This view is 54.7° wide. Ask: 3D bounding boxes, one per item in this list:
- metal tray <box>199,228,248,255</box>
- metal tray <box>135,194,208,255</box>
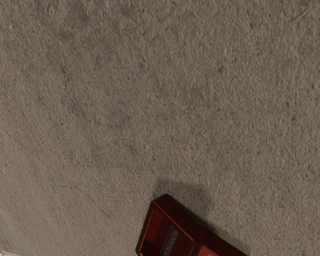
[{"bbox_3d":[0.072,0.226,0.504,0.090,0.030,0.129,32,128,6],"label":"metal tray"},{"bbox_3d":[0.013,0.178,0.478,0.090,0.030,0.129,38,128,31],"label":"metal tray"}]
